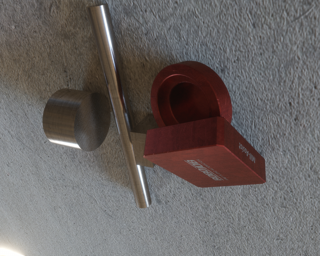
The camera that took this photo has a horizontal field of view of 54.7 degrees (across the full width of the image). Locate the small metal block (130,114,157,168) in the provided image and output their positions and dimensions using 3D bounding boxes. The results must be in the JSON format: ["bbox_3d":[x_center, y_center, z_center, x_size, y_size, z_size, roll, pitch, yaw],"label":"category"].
[{"bbox_3d":[-0.012,0.016,0.407,0.025,0.050,0.050,7,122,25],"label":"small metal block"}]

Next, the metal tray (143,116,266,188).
[{"bbox_3d":[0.055,0.034,0.349,0.090,0.030,0.130,-11,150,33],"label":"metal tray"}]

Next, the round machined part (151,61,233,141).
[{"bbox_3d":[0.039,-0.027,0.346,0.098,0.042,0.097,22,124,38],"label":"round machined part"}]

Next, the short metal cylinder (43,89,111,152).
[{"bbox_3d":[-0.111,-0.012,0.423,0.050,0.080,0.079,10,123,23],"label":"short metal cylinder"}]

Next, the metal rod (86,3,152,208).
[{"bbox_3d":[-0.049,-0.011,0.425,0.025,0.025,0.298,4,121,26],"label":"metal rod"}]
